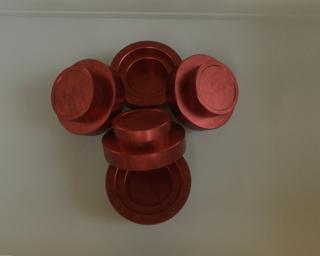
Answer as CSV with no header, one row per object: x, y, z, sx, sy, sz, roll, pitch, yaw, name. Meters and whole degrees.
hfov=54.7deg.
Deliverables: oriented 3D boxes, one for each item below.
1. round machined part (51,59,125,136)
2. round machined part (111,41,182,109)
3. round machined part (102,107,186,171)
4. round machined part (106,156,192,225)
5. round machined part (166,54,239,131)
-0.097,-0.040,0.390,0.098,0.042,0.097,-4,82,27,round machined part
-0.017,-0.066,0.422,0.099,0.042,0.098,0,70,0,round machined part
-0.019,0.007,0.366,0.099,0.098,0.042,-6,115,-2,round machined part
-0.013,0.067,0.374,0.099,0.042,0.098,0,70,0,round machined part
0.060,-0.047,0.392,0.099,0.042,0.097,5,81,-30,round machined part
